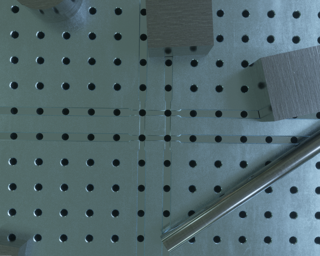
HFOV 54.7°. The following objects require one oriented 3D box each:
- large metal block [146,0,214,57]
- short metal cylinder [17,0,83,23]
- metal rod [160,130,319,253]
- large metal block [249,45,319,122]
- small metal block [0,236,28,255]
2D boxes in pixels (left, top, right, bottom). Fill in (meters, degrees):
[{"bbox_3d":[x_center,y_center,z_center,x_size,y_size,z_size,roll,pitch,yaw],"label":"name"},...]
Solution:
[{"bbox_3d":[0.023,-0.139,0.401,0.081,0.050,0.079,-3,90,-1],"label":"large metal block"},{"bbox_3d":[-0.145,-0.183,0.399,0.081,0.050,0.079,0,90,-1],"label":"short metal cylinder"},{"bbox_3d":[0.133,0.072,0.415,0.301,0.025,0.025,-33,90,-1],"label":"metal rod"},{"bbox_3d":[0.171,-0.056,0.403,0.080,0.050,0.080,-12,90,-1],"label":"large metal block"},{"bbox_3d":[-0.211,0.174,0.411,0.050,0.025,0.050,11,90,-1],"label":"small metal block"}]
